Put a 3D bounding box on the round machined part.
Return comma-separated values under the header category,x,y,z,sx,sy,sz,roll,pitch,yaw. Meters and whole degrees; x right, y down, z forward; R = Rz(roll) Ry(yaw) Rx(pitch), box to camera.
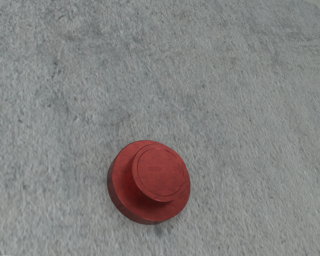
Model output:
category,x,y,z,sx,sy,sz,roll,pitch,yaw
round machined part,-0.007,0.057,0.356,0.099,0.042,0.098,14,56,-21
